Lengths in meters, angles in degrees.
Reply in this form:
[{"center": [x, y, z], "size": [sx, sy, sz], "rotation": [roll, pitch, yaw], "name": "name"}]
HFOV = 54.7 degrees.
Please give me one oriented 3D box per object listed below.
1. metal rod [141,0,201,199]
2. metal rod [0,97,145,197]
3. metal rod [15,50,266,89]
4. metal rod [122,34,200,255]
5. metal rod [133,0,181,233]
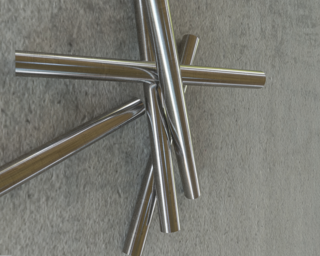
[{"center": [0.019, -0.023, 0.360], "size": [0.025, 0.025, 0.298], "rotation": [-41, 135, -32], "name": "metal rod"}, {"center": [-0.131, 0.039, 0.296], "size": [0.302, 0.025, 0.025], "rotation": [-32, 111, -35], "name": "metal rod"}, {"center": [0.000, -0.064, 0.358], "size": [0.303, 0.025, 0.025], "rotation": [-1, 91, -26], "name": "metal rod"}, {"center": [0.005, 0.013, 0.411], "size": [0.025, 0.025, 0.299], "rotation": [26, 74, -38], "name": "metal rod"}, {"center": [-0.005, -0.025, 0.381], "size": [0.025, 0.025, 0.298], "rotation": [-5, 87, -40], "name": "metal rod"}]
